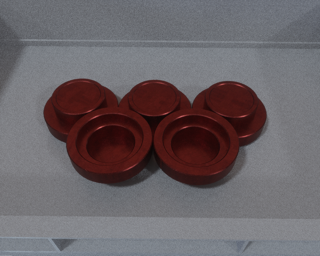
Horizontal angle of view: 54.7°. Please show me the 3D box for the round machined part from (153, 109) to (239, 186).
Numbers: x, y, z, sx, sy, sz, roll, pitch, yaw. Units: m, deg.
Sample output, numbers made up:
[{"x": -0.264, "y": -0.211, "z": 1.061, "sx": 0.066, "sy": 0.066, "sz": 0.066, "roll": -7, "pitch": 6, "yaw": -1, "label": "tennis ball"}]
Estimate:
[{"x": 0.041, "y": 0.026, "z": 0.370, "sx": 0.099, "sy": 0.042, "sz": 0.098, "roll": 0, "pitch": 50, "yaw": 0, "label": "round machined part"}]

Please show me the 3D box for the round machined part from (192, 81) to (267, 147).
[{"x": 0.092, "y": -0.025, "z": 0.412, "sx": 0.099, "sy": 0.042, "sz": 0.098, "roll": 0, "pitch": 49, "yaw": 0, "label": "round machined part"}]

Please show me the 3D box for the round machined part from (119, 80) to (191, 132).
[{"x": -0.007, "y": -0.027, "z": 0.414, "sx": 0.099, "sy": 0.042, "sz": 0.098, "roll": 0, "pitch": 49, "yaw": 0, "label": "round machined part"}]

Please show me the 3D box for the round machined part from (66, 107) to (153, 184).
[{"x": -0.057, "y": 0.024, "z": 0.371, "sx": 0.099, "sy": 0.042, "sz": 0.098, "roll": 0, "pitch": 50, "yaw": 0, "label": "round machined part"}]

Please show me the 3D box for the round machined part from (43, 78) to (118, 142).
[{"x": -0.105, "y": -0.029, "z": 0.414, "sx": 0.099, "sy": 0.042, "sz": 0.098, "roll": 1, "pitch": 49, "yaw": -1, "label": "round machined part"}]
